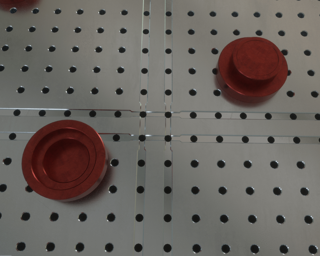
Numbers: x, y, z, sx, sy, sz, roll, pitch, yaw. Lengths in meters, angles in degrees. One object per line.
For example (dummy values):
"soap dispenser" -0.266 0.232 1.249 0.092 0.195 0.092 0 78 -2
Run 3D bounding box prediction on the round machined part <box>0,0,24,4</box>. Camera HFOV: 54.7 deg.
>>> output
"round machined part" -0.243 -0.251 0.491 0.099 0.042 0.098 0 70 -1

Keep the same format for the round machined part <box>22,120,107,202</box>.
"round machined part" -0.114 0.042 0.386 0.099 0.042 0.098 0 70 -1

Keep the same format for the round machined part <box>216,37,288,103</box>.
"round machined part" 0.132 -0.088 0.437 0.099 0.042 0.098 0 70 -1
